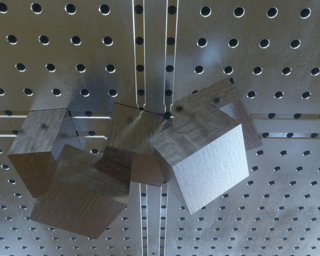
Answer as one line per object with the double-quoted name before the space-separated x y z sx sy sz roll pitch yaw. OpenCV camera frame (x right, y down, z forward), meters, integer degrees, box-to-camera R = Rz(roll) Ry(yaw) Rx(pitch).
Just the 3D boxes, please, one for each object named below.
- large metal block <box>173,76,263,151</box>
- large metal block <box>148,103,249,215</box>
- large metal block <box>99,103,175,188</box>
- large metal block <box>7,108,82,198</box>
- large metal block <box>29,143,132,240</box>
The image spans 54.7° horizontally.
"large metal block" 0.072 -0.006 0.391 0.080 0.050 0.080 -24 127 18
"large metal block" 0.044 0.033 0.334 0.080 0.050 0.080 -31 130 -13
"large metal block" -0.029 0.021 0.392 0.081 0.080 0.050 15 129 -13
"large metal block" -0.142 0.032 0.400 0.050 0.080 0.080 -5 130 4
"large metal block" -0.089 0.074 0.351 0.080 0.050 0.080 25 125 -20
